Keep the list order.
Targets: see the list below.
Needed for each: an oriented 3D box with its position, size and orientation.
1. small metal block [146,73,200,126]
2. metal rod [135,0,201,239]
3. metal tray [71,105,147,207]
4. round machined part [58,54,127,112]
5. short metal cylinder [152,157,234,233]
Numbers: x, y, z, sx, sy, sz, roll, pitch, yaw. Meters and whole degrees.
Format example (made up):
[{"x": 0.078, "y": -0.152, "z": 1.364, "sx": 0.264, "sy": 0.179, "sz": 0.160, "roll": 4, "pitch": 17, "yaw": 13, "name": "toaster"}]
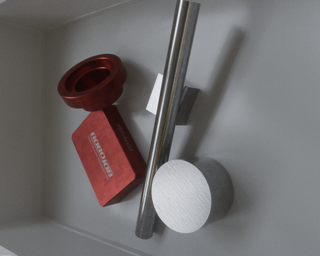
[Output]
[{"x": 0.016, "y": -0.036, "z": 0.392, "sx": 0.050, "sy": 0.025, "sz": 0.050, "roll": 32, "pitch": 109, "yaw": 35, "name": "small metal block"}, {"x": 0.004, "y": 0.007, "z": 0.371, "sx": 0.025, "sy": 0.025, "sz": 0.298, "roll": 27, "pitch": 116, "yaw": 36, "name": "metal rod"}, {"x": -0.078, "y": 0.039, "z": 0.466, "sx": 0.090, "sy": 0.030, "sz": 0.130, "roll": -44, "pitch": 64, "yaw": 31, "name": "metal tray"}, {"x": -0.093, "y": -0.061, "z": 0.448, "sx": 0.098, "sy": 0.042, "sz": 0.098, "roll": -13, "pitch": 43, "yaw": 13, "name": "round machined part"}, {"x": 0.037, "y": 0.074, "z": 0.358, "sx": 0.080, "sy": 0.050, "sz": 0.079, "roll": 0, "pitch": 90, "yaw": 39, "name": "short metal cylinder"}]
